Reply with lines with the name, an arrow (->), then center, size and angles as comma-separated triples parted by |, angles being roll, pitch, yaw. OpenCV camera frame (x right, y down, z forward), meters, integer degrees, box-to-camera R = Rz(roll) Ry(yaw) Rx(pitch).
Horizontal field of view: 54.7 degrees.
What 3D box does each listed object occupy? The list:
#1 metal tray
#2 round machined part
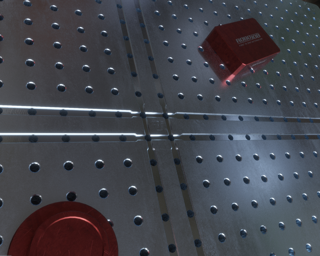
metal tray -> 0.160, -0.158, 0.587 | 0.131, 0.030, 0.090 | -25, 76, -37
round machined part -> -0.085, 0.114, 0.282 | 0.099, 0.042, 0.098 | 14, 56, -21
